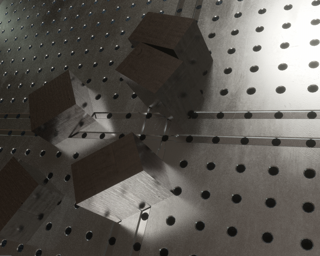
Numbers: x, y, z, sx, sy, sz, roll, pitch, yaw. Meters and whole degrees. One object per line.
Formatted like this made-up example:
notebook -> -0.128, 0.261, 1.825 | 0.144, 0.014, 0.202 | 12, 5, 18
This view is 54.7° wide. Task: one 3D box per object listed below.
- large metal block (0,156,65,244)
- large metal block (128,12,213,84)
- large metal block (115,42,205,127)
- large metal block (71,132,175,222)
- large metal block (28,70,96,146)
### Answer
large metal block -> -0.196, 0.099, 0.432 | 0.080, 0.050, 0.080 | 30, 78, 37
large metal block -> 0.016, -0.109, 0.430 | 0.080, 0.080, 0.050 | 24, 75, 36
large metal block -> 0.001, -0.057, 0.406 | 0.080, 0.080, 0.050 | 35, 81, 38
large metal block -> -0.041, 0.060, 0.356 | 0.080, 0.080, 0.050 | -28, 53, 10
large metal block -> -0.156, -0.032, 0.492 | 0.080, 0.050, 0.080 | -30, 52, 9
